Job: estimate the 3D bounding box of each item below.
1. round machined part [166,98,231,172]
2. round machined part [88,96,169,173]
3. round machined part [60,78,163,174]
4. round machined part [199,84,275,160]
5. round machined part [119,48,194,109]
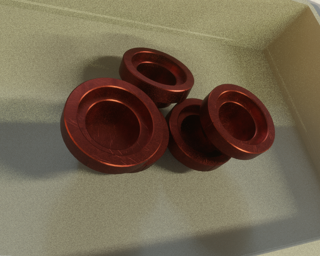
[{"bbox_3d":[0.048,0.012,0.411,0.099,0.042,0.098,14,56,-21],"label":"round machined part"},{"bbox_3d":[-0.042,0.008,0.365,0.099,0.042,0.098,14,56,-21],"label":"round machined part"},{"bbox_3d":[-0.050,0.001,0.312,0.099,0.042,0.098,14,56,-21],"label":"round machined part"},{"bbox_3d":[0.092,-0.004,0.391,0.099,0.042,0.098,14,56,-21],"label":"round machined part"},{"bbox_3d":[-0.007,-0.063,0.415,0.099,0.042,0.098,16,38,-13],"label":"round machined part"}]
